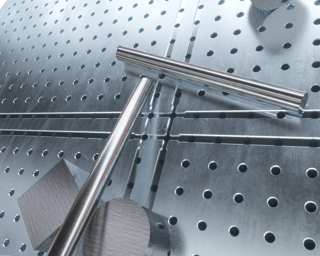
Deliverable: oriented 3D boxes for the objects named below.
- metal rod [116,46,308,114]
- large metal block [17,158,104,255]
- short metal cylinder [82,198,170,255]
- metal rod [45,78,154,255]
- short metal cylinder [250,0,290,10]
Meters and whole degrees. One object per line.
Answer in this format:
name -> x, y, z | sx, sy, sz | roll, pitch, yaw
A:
metal rod -> 0.047, -0.076, 0.429 | 0.300, 0.025, 0.025 | 24, 75, 36
large metal block -> -0.124, 0.100, 0.396 | 0.080, 0.050, 0.080 | -42, 51, -1
short metal cylinder -> -0.036, 0.122, 0.336 | 0.080, 0.050, 0.080 | -13, 56, 21
metal rod -> -0.066, 0.045, 0.369 | 0.025, 0.025, 0.300 | -1, 47, 27
short metal cylinder -> 0.151, -0.211, 0.423 | 0.080, 0.080, 0.050 | -26, 53, 12
